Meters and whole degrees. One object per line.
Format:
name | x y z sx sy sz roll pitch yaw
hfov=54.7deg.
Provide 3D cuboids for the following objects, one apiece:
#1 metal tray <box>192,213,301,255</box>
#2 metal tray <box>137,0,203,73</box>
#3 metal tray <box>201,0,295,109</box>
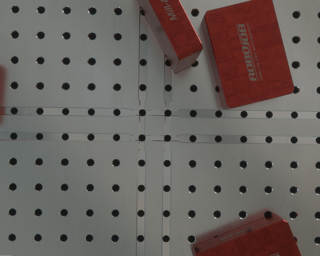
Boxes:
metal tray | 0.119 0.182 0.413 0.131 0.030 0.090 -22 90 -1
metal tray | 0.005 -0.138 0.380 0.030 0.090 0.130 -27 90 0
metal tray | 0.115 -0.097 0.412 0.091 0.030 0.129 -14 90 -1
